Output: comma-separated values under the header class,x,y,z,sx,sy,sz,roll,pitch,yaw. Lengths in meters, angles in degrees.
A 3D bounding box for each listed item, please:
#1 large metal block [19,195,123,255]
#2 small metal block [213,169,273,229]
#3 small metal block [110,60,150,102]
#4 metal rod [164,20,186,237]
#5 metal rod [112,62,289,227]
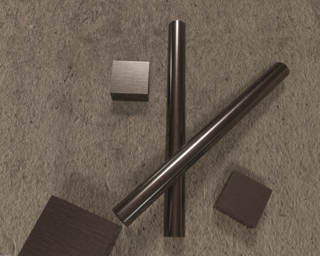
class,x,y,z,sx,sy,sz,roll,pitch,yaw
large metal block,-0.098,0.131,0.346,0.080,0.050,0.080,23,71,7
small metal block,0.100,0.087,0.378,0.050,0.025,0.050,29,72,10
small metal block,-0.041,-0.065,0.431,0.050,0.025,0.050,2,70,0
metal rod,0.021,-0.013,0.413,0.025,0.025,0.299,2,70,0
metal rod,0.065,0.007,0.386,0.301,0.025,0.025,-40,75,-21
